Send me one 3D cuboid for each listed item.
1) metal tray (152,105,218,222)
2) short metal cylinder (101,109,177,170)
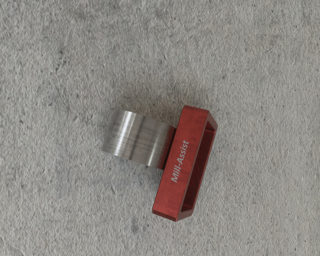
[{"bbox_3d":[0.036,0.045,0.388,0.030,0.090,0.129,15,84,20],"label":"metal tray"},{"bbox_3d":[-0.024,0.015,0.371,0.080,0.080,0.050,20,84,-19],"label":"short metal cylinder"}]
